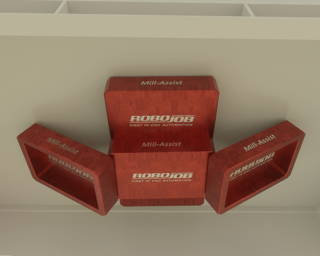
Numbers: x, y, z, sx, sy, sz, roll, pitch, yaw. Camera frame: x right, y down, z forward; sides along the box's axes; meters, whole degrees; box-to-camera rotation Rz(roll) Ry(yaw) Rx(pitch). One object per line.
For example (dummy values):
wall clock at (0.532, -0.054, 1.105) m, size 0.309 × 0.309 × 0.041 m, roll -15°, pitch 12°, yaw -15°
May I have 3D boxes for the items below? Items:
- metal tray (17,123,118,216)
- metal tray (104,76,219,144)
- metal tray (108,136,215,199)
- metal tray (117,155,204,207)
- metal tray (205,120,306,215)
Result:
metal tray at (-0.120, 0.055, 0.409) m, size 0.130 × 0.030 × 0.089 m, roll 21°, pitch 135°, yaw 21°
metal tray at (0.002, -0.018, 0.387) m, size 0.131 × 0.030 × 0.089 m, roll -1°, pitch 130°, yaw 0°
metal tray at (0.003, 0.054, 0.410) m, size 0.131 × 0.030 × 0.089 m, roll -1°, pitch 130°, yaw 0°
metal tray at (0.003, 0.080, 0.470) m, size 0.131 × 0.030 × 0.089 m, roll -1°, pitch 130°, yaw 0°
metal tray at (0.123, 0.051, 0.407) m, size 0.131 × 0.030 × 0.089 m, roll -21°, pitch 134°, yaw -21°
